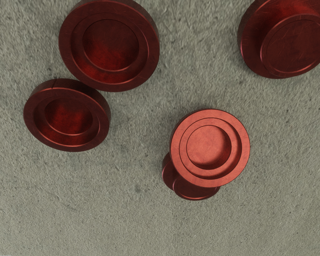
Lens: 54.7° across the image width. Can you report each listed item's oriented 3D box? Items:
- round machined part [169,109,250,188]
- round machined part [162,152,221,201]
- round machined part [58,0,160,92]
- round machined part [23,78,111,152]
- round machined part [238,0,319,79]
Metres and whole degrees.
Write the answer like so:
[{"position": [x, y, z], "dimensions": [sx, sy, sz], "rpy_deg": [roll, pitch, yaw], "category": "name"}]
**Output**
[{"position": [0.061, 0.023, 0.396], "dimensions": [0.099, 0.042, 0.097], "rpy_deg": [0, 95, -3], "category": "round machined part"}, {"position": [0.053, 0.070, 0.456], "dimensions": [0.099, 0.042, 0.097], "rpy_deg": [0, 130, 0], "category": "round machined part"}, {"position": [-0.050, -0.089, 0.320], "dimensions": [0.099, 0.042, 0.097], "rpy_deg": [0, 130, 0], "category": "round machined part"}, {"position": [-0.109, -0.020, 0.378], "dimensions": [0.099, 0.042, 0.097], "rpy_deg": [0, 130, 0], "category": "round machined part"}, {"position": [0.133, -0.092, 0.319], "dimensions": [0.099, 0.042, 0.097], "rpy_deg": [0, 130, 0], "category": "round machined part"}]
